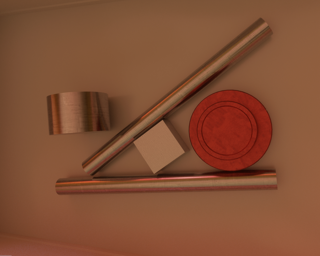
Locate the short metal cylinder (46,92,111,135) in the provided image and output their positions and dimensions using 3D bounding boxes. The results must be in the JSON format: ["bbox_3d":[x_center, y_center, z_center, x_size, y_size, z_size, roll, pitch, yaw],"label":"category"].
[{"bbox_3d":[-0.109,-0.018,0.417,0.080,0.080,0.050,-5,89,19],"label":"short metal cylinder"}]

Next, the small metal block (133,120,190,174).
[{"bbox_3d":[0.002,0.024,0.407,0.050,0.025,0.050,-37,79,16],"label":"small metal block"}]

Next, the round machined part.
[{"bbox_3d":[0.082,0.003,0.369,0.098,0.042,0.097,0,90,19],"label":"round machined part"}]

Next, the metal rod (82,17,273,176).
[{"bbox_3d":[0.012,-0.031,0.404,0.300,0.025,0.025,-38,78,15],"label":"metal rod"}]

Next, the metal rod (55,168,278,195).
[{"bbox_3d":[-0.006,0.073,0.410,0.301,0.025,0.025,-6,88,19],"label":"metal rod"}]
